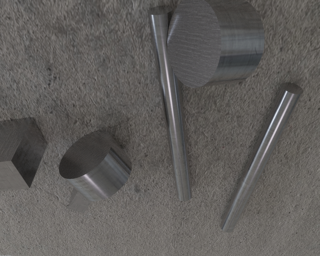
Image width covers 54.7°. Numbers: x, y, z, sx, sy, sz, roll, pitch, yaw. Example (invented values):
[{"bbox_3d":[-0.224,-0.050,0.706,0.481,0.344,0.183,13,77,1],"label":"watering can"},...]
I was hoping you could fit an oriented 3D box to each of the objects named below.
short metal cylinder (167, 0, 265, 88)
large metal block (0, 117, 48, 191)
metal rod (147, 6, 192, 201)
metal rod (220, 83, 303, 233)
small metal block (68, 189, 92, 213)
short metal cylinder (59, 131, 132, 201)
[{"bbox_3d":[0.050,-0.081,0.294,0.050,0.080,0.079,-11,137,-30],"label":"short metal cylinder"},{"bbox_3d":[-0.204,0.034,0.398,0.080,0.080,0.050,-7,130,5],"label":"large metal block"},{"bbox_3d":[0.020,-0.004,0.403,0.025,0.025,0.298,-6,130,5],"label":"metal rod"},{"bbox_3d":[0.139,0.065,0.464,0.025,0.025,0.298,5,130,-5],"label":"metal rod"},{"bbox_3d":[-0.114,0.091,0.467,0.025,0.050,0.050,22,127,-18],"label":"small metal block"},{"bbox_3d":[-0.085,0.050,0.413,0.080,0.080,0.050,-21,127,16],"label":"short metal cylinder"}]
